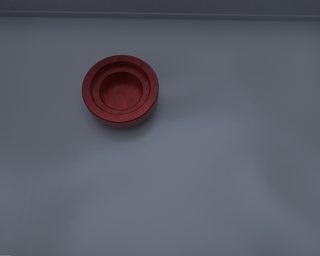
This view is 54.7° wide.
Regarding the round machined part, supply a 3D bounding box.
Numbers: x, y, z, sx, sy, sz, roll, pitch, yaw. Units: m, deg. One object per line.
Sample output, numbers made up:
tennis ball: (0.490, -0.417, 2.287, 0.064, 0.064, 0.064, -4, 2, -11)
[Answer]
round machined part: (-0.051, -0.045, 0.417, 0.099, 0.042, 0.098, 0, 70, -1)
